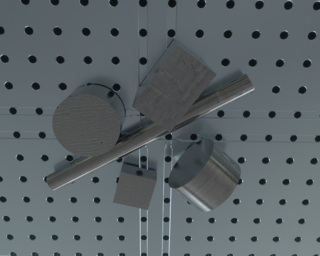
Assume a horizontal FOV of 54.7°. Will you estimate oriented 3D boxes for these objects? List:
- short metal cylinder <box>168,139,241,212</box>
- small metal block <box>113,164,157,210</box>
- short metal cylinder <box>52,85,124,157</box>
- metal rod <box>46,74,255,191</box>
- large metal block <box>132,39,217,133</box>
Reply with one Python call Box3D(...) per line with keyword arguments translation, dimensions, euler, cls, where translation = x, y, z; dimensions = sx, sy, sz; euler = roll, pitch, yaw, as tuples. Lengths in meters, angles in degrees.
Box3D(translation=(0.057, 0.060, 0.403), dimensions=(0.050, 0.080, 0.080), euler=(42, 105, -14), cls="short metal cylinder")
Box3D(translation=(-0.035, 0.084, 0.440), dimensions=(0.050, 0.025, 0.050), euler=(14, 109, -6), cls="small metal block")
Box3D(translation=(-0.087, -0.010, 0.391), dimensions=(0.081, 0.050, 0.079), euler=(0, 110, 0), cls="short metal cylinder")
Box3D(translation=(-0.019, 0.010, 0.413), dimensions=(0.301, 0.025, 0.025), euler=(-27, 108, 9), cls="metal rod")
Box3D(translation=(0.014, -0.053, 0.361), dimensions=(0.050, 0.080, 0.080), euler=(35, 106, -12), cls="large metal block")
